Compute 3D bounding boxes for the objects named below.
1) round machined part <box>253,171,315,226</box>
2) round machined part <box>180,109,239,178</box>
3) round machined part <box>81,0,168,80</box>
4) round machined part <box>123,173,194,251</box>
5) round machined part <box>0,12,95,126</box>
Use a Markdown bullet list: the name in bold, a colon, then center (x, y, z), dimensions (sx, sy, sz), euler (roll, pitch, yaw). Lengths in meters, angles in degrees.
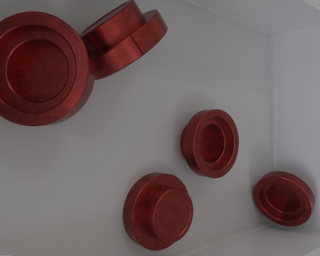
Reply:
- **round machined part**: center (0.219, 0.119, 0.544), dimensions (0.042, 0.098, 0.097), euler (-32, 110, -46)
- **round machined part**: center (0.068, 0.022, 0.453), dimensions (0.099, 0.042, 0.097), euler (0, 90, -40)
- **round machined part**: center (-0.045, -0.096, 0.321), dimensions (0.098, 0.098, 0.042), euler (-50, 120, -28)
- **round machined part**: center (0.005, 0.109, 0.400), dimensions (0.099, 0.042, 0.097), euler (0, 90, -40)
- **round machined part**: center (-0.108, -0.051, 0.283), dimensions (0.099, 0.042, 0.097), euler (0, 91, 3)
